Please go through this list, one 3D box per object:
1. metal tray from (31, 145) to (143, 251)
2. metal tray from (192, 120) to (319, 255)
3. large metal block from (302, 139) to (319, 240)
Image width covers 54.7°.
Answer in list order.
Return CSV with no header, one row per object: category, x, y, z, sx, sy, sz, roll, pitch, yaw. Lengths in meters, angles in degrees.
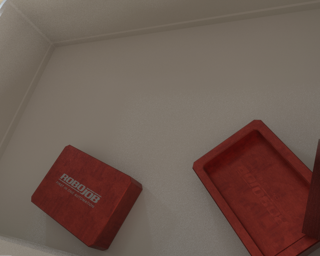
metal tray,-0.097,0.084,0.400,0.130,0.030,0.090,20,72,35
metal tray,0.103,0.063,0.308,0.090,0.030,0.130,-36,51,4
large metal block,0.148,0.047,0.218,0.050,0.080,0.080,14,81,5
